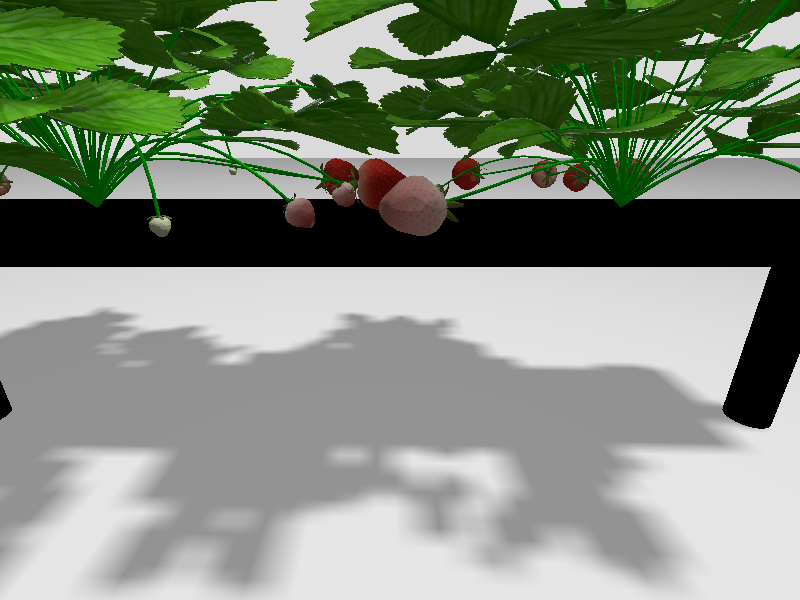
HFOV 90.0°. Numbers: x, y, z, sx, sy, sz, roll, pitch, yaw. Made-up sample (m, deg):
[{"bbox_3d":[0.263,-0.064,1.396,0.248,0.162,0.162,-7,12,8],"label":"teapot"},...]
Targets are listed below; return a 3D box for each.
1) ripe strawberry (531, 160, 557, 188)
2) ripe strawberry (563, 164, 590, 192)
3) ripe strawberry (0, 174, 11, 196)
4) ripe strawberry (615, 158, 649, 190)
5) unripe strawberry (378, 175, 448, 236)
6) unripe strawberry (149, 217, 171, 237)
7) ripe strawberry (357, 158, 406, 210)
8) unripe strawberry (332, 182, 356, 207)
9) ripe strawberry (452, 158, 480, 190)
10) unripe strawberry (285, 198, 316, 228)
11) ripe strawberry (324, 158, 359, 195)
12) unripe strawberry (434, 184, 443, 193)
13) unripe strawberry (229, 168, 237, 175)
[{"bbox_3d":[0.183,-0.161,0.513,0.032,0.034,0.035,-1,20,-2],"label":"ripe strawberry"},{"bbox_3d":[0.207,-0.144,0.471,0.029,0.031,0.031,2,20,6],"label":"ripe strawberry"},{"bbox_3d":[-0.412,-0.118,0.408,0.024,0.025,0.022,-4,17,28],"label":"ripe strawberry"},{"bbox_3d":[0.239,-0.128,0.419,0.037,0.039,0.041,11,23,27],"label":"ripe strawberry"},{"bbox_3d":[0.006,-0.052,0.222,0.037,0.032,0.037,-14,25,-31],"label":"unripe strawberry"},{"bbox_3d":[-0.132,-0.040,0.222,0.011,0.011,0.010,-20,28,-41],"label":"unripe strawberry"},{"bbox_3d":[-0.015,-0.098,0.338,0.042,0.041,0.039,0,21,0],"label":"ripe strawberry"},{"bbox_3d":[-0.046,-0.087,0.335,0.020,0.019,0.018,-29,17,12],"label":"unripe strawberry"},{"bbox_3d":[0.079,-0.154,0.491,0.035,0.037,0.038,-14,24,-32],"label":"ripe strawberry"},{"bbox_3d":[-0.061,-0.053,0.251,0.019,0.019,0.018,42,32,7],"label":"unripe strawberry"},{"bbox_3d":[-0.058,-0.123,0.402,0.035,0.037,0.033,-7,22,-18],"label":"ripe strawberry"},{"bbox_3d":[0.037,-0.111,0.409,0.013,0.013,0.012,-27,6,32],"label":"unripe strawberry"},{"bbox_3d":[-0.234,-0.180,0.562,0.011,0.010,0.010,2,21,6],"label":"unripe strawberry"}]
